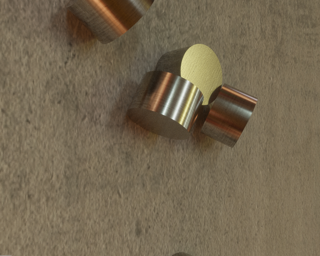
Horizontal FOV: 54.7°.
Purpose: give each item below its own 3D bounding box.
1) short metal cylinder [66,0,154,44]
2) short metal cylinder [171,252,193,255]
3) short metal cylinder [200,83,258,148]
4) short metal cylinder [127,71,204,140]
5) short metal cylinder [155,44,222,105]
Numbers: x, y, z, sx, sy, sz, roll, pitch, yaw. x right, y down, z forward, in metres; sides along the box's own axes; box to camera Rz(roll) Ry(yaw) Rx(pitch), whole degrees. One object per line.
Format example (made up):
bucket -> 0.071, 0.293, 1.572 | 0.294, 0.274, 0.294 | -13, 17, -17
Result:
short metal cylinder -> -0.051, -0.136, 0.327 | 0.050, 0.080, 0.080 | 44, 63, -32
short metal cylinder -> 0.040, 0.219, 0.425 | 0.081, 0.050, 0.079 | 0, 90, -40
short metal cylinder -> 0.099, -0.018, 0.446 | 0.050, 0.080, 0.080 | 26, 67, 9
short metal cylinder -> 0.007, -0.026, 0.377 | 0.080, 0.080, 0.050 | 35, 68, -35
short metal cylinder -> 0.040, -0.070, 0.424 | 0.081, 0.050, 0.079 | 0, 90, -40
